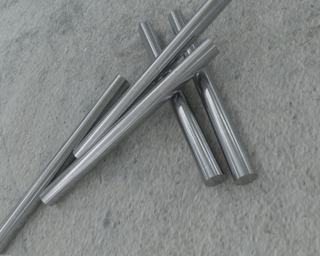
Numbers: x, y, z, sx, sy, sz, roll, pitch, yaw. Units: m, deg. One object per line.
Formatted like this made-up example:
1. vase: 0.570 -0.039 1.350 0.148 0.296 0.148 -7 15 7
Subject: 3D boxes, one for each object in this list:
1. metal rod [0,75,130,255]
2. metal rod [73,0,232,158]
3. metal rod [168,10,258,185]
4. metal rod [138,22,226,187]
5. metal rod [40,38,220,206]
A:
1. metal rod: -0.142 0.046 0.447 0.025 0.025 0.300 27 76 37
2. metal rod: -0.012 -0.069 0.421 0.299 0.025 0.025 -47 51 6
3. metal rod: 0.058 -0.063 0.411 0.025 0.025 0.299 -25 53 13
4. metal rod: 0.018 -0.054 0.426 0.025 0.025 0.299 -28 52 10
5. metal rod: -0.044 -0.003 0.404 0.300 0.025 0.025 -42 51 7
